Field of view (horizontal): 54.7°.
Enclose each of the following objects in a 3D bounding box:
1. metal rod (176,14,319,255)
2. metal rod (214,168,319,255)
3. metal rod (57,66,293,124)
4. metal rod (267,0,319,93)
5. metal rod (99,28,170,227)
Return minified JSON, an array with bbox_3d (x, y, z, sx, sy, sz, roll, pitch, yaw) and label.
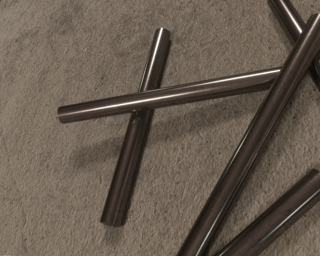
[{"bbox_3d":[0.103,0.008,0.326,0.025,0.025,0.299,26,81,36],"label":"metal rod"},{"bbox_3d":[0.041,0.147,0.291,0.300,0.025,0.025,-41,51,-1],"label":"metal rod"},{"bbox_3d":[0.009,-0.040,0.396,0.301,0.025,0.025,-9,58,14],"label":"metal rod"},{"bbox_3d":[0.182,-0.057,0.343,0.025,0.025,0.299,-21,54,15],"label":"metal rod"},{"bbox_3d":[-0.027,-0.018,0.427,0.025,0.025,0.300,-1,61,27],"label":"metal rod"}]
